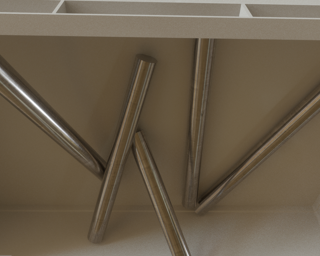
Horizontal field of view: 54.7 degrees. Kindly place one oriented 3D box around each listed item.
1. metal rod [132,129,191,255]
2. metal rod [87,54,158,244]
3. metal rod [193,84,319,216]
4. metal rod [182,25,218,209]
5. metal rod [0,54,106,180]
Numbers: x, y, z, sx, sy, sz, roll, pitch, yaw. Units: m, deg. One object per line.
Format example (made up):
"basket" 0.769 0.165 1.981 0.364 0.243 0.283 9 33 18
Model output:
"metal rod" 0.018 0.145 0.432 0.025 0.025 0.298 -19 96 15
"metal rod" -0.058 0.047 0.414 0.025 0.025 0.298 13 119 -11
"metal rod" 0.140 0.039 0.444 0.025 0.025 0.298 23 126 -19
"metal rod" 0.048 0.011 0.418 0.025 0.025 0.298 0 130 0
"metal rod" -0.111 0.006 0.354 0.025 0.025 0.299 -12 147 10
